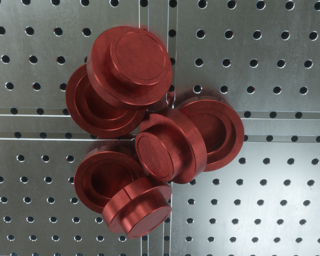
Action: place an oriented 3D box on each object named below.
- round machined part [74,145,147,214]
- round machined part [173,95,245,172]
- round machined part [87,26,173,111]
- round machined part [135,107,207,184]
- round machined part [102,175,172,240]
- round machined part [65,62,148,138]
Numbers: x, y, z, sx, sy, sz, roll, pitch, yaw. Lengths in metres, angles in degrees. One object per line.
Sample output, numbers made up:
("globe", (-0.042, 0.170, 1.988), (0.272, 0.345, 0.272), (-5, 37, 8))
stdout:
("round machined part", (-0.065, 0.068, 0.428), (0.099, 0.042, 0.097), (0, 110, 0))
("round machined part", (0.056, 0.005, 0.406), (0.099, 0.042, 0.097), (0, 110, 0))
("round machined part", (-0.028, -0.072, 0.348), (0.099, 0.042, 0.098), (8, 71, -24))
("round machined part", (0.006, 0.027, 0.382), (0.042, 0.098, 0.098), (-29, 114, -35))
("round machined part", (-0.023, 0.110, 0.414), (0.099, 0.042, 0.098), (-28, 148, -19))
("round machined part", (-0.063, -0.040, 0.388), (0.099, 0.042, 0.097), (0, 110, 0))
